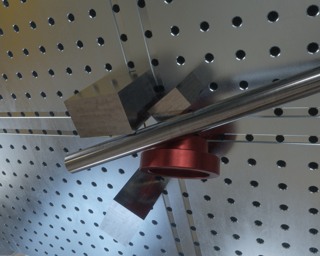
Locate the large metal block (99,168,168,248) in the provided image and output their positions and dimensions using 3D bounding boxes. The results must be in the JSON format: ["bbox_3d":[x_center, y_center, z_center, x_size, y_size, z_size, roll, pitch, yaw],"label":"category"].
[{"bbox_3d":[-0.040,0.118,0.470,0.050,0.080,0.079,33,129,7],"label":"large metal block"}]

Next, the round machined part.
[{"bbox_3d":[0.025,0.036,0.387,0.099,0.042,0.098,5,164,2],"label":"round machined part"}]

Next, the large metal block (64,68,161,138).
[{"bbox_3d":[-0.055,-0.031,0.385,0.080,0.080,0.050,-5,116,30],"label":"large metal block"}]

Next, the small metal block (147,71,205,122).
[{"bbox_3d":[0.020,-0.034,0.364,0.025,0.050,0.050,48,129,-6],"label":"small metal block"}]

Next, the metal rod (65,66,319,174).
[{"bbox_3d":[0.027,-0.003,0.339,0.301,0.025,0.025,-19,109,17],"label":"metal rod"}]
